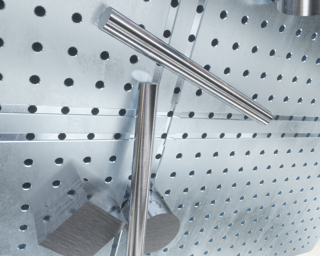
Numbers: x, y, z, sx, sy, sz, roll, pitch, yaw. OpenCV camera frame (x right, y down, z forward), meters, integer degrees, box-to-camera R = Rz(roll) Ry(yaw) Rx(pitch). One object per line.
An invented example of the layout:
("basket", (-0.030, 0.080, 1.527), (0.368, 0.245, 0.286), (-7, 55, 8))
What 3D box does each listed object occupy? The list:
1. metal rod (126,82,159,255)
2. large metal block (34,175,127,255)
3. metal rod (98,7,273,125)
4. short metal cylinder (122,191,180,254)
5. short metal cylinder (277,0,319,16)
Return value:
("metal rod", (-0.027, 0.090, 0.406), (0.025, 0.025, 0.298), (-2, 105, -28))
("large metal block", (-0.105, 0.124, 0.414), (0.080, 0.050, 0.080), (-42, 130, 1))
("metal rod", (0.056, -0.063, 0.401), (0.302, 0.025, 0.025), (23, 106, -37))
("short metal cylinder", (-0.016, 0.145, 0.475), (0.081, 0.050, 0.079), (-14, 124, -21))
("short metal cylinder", (0.182, -0.173, 0.367), (0.080, 0.080, 0.050), (-26, 128, -13))
